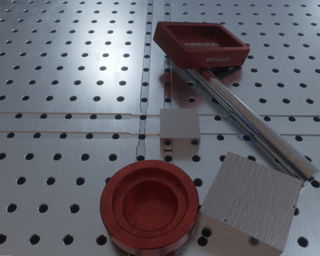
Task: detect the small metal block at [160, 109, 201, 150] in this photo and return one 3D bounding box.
[{"bbox_3d":[0.025,0.001,0.407,0.050,0.025,0.050,0,50,-1],"label":"small metal block"}]

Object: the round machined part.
[{"bbox_3d":[-0.010,0.085,0.324,0.099,0.042,0.098,-1,49,1],"label":"round machined part"}]

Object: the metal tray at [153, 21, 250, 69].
[{"bbox_3d":[0.066,-0.133,0.492,0.131,0.030,0.090,-10,48,-31],"label":"metal tray"}]

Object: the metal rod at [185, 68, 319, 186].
[{"bbox_3d":[0.099,-0.040,0.442,0.025,0.025,0.300,-25,55,-20],"label":"metal rod"}]

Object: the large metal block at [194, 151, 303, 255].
[{"bbox_3d":[0.091,0.082,0.324,0.080,0.050,0.080,22,53,17],"label":"large metal block"}]
